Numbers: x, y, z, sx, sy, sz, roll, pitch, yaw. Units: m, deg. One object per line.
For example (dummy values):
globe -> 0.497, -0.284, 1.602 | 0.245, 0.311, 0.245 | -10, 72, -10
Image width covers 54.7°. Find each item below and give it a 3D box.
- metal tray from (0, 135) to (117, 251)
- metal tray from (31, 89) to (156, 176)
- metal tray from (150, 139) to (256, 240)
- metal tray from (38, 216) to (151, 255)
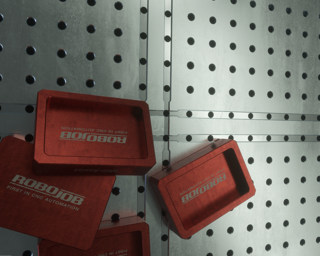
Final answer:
metal tray -> -0.126, 0.073, 0.346 | 0.131, 0.030, 0.090 | 22, 69, -13
metal tray -> -0.075, 0.007, 0.358 | 0.131, 0.030, 0.090 | 5, 60, -24
metal tray -> 0.063, 0.081, 0.434 | 0.131, 0.030, 0.090 | -26, 99, -19
metal tray -> -0.078, 0.166, 0.382 | 0.131, 0.030, 0.089 | -4, 91, -20
